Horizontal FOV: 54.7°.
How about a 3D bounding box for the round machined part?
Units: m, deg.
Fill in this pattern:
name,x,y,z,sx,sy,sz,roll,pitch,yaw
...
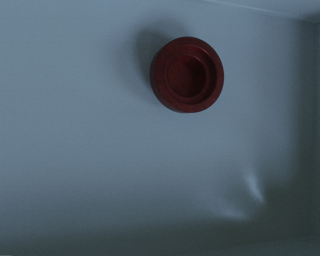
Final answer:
name,x,y,z,sx,sy,sz,roll,pitch,yaw
round machined part,0.032,-0.068,0.415,0.099,0.042,0.097,0,90,-21
